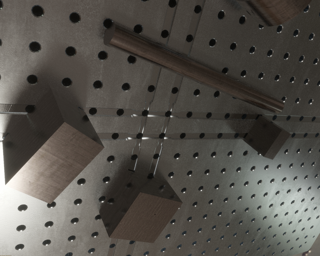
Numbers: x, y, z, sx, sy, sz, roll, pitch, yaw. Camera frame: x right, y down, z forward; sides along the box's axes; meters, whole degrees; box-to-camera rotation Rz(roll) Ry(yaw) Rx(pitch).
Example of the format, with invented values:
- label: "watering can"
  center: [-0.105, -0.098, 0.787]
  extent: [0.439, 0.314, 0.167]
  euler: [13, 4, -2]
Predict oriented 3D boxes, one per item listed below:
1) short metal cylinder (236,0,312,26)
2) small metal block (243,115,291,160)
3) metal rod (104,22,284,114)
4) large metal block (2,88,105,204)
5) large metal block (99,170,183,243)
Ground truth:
- label: "short metal cylinder"
  center: [0.126, -0.163, 0.346]
  extent: [0.050, 0.080, 0.080]
  euler: [26, 104, -37]
- label: "small metal block"
  center: [0.172, 0.015, 0.501]
  extent: [0.025, 0.050, 0.050]
  euler: [18, 109, -36]
- label: "metal rod"
  center: [0.067, -0.066, 0.408]
  extent: [0.302, 0.025, 0.025]
  euler: [15, 111, -35]
- label: "large metal block"
  center: [-0.114, 0.017, 0.324]
  extent: [0.080, 0.080, 0.050]
  euler: [-46, 130, 4]
- label: "large metal block"
  center: [-0.028, 0.117, 0.454]
  extent: [0.080, 0.050, 0.080]
  euler: [24, 105, -37]
